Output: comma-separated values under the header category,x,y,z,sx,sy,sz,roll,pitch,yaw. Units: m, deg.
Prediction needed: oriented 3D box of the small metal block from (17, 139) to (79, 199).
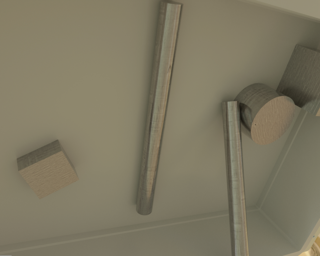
category,x,y,z,sx,sy,sz,roll,pitch,yaw
small metal block,-0.132,0.049,0.368,0.050,0.025,0.050,-26,128,-12

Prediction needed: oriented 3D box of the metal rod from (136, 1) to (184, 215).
category,x,y,z,sx,sy,sz,roll,pitch,yaw
metal rod,-0.006,-0.005,0.403,0.025,0.025,0.298,-7,122,-26

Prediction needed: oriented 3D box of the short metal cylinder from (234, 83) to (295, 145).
category,x,y,z,sx,sy,sz,roll,pitch,yaw
short metal cylinder,0.153,-0.021,0.466,0.081,0.050,0.079,-14,125,-21

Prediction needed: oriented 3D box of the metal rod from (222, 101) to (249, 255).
category,x,y,z,sx,sy,sz,roll,pitch,yaw
metal rod,0.113,0.110,0.453,0.025,0.025,0.298,-6,93,-26

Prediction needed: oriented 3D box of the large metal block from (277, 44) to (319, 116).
category,x,y,z,sx,sy,sz,roll,pitch,yaw
large metal block,0.232,-0.070,0.459,0.050,0.080,0.079,1,118,-29
